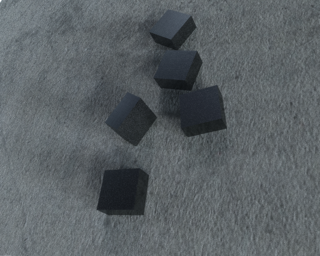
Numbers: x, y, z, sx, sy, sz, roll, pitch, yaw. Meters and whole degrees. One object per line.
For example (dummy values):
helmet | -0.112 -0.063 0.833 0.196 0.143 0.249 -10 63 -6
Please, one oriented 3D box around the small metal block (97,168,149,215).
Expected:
small metal block | -0.044 0.078 0.378 0.050 0.025 0.050 -7 59 24

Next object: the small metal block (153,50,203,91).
small metal block | 0.026 -0.082 0.440 0.050 0.025 0.050 10 67 32

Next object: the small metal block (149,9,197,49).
small metal block | 0.020 -0.155 0.487 0.050 0.025 0.050 32 79 37

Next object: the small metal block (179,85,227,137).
small metal block | 0.053 -0.021 0.388 0.050 0.025 0.050 -14 56 20

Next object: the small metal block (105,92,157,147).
small metal block | -0.037 -0.011 0.413 0.025 0.050 0.050 27 76 37
